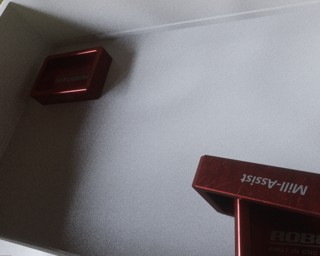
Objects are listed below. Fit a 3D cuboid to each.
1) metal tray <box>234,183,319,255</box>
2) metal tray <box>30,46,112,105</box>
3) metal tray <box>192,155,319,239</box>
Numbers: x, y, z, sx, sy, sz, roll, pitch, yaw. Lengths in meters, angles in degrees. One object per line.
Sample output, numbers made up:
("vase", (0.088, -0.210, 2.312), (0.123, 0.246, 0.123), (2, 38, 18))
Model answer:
("metal tray", (0.128, 0.093, 0.247), (0.131, 0.030, 0.090), (2, 62, 8))
("metal tray", (-0.154, -0.089, 0.535), (0.130, 0.030, 0.090), (-3, 60, 26))
("metal tray", (0.104, 0.064, 0.269), (0.130, 0.090, 0.030), (7, 65, 31))
